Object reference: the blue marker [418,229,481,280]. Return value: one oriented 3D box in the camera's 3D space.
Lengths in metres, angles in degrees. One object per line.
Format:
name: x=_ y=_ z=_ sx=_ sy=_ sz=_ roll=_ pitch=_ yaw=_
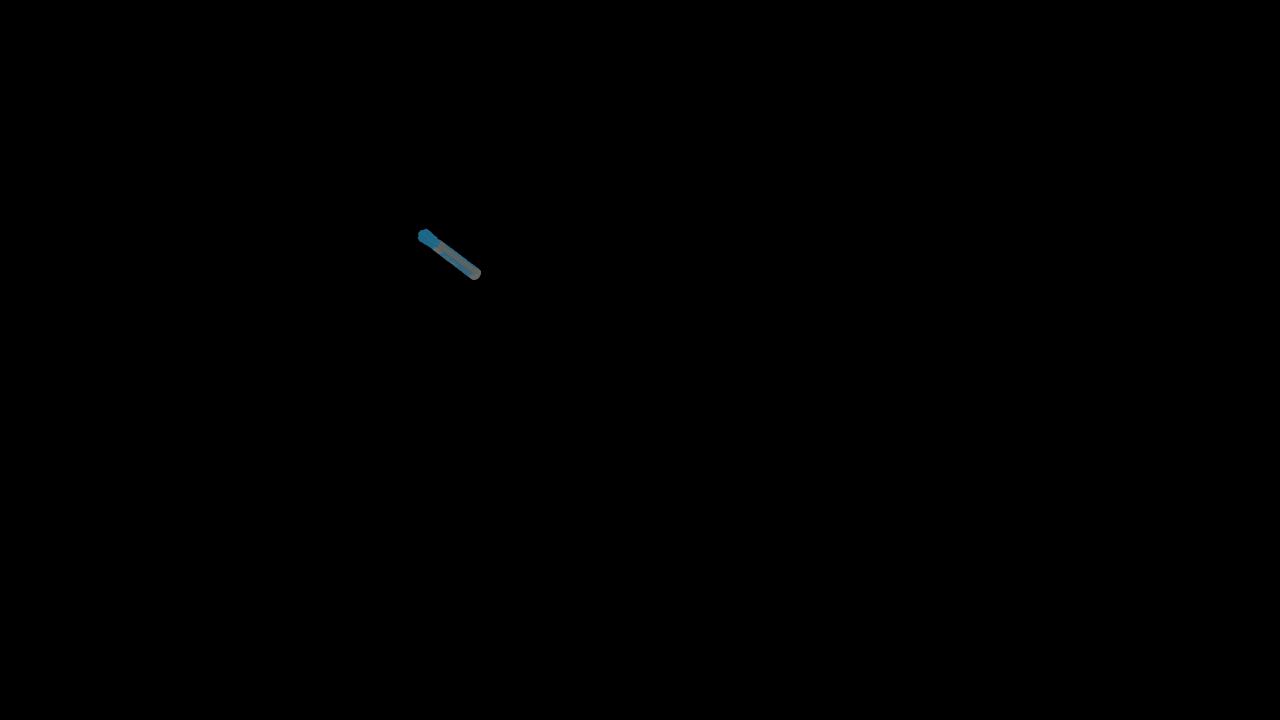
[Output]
blue marker: x=-0.263 y=-0.146 z=0.852 sx=0.020 sy=0.020 sz=0.121 roll=0 pitch=-19 yaw=23
